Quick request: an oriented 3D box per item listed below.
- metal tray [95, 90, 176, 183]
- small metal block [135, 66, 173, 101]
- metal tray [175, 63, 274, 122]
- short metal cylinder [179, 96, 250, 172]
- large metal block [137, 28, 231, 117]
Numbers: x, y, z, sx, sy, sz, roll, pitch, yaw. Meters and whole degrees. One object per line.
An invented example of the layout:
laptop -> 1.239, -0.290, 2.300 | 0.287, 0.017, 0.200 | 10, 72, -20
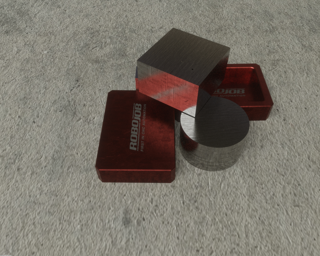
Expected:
metal tray -> -0.027, 0.007, 0.397 | 0.091, 0.030, 0.130 | 1, 50, 0
small metal block -> -0.008, -0.060, 0.439 | 0.050, 0.050, 0.025 | 1, 50, 0
metal tray -> 0.085, -0.052, 0.446 | 0.131, 0.030, 0.090 | -1, 50, -1
short metal cylinder -> 0.065, 0.007, 0.383 | 0.080, 0.050, 0.080 | 0, 50, 0
large metal block -> 0.029, -0.071, 0.382 | 0.080, 0.050, 0.080 | 26, 55, 20
